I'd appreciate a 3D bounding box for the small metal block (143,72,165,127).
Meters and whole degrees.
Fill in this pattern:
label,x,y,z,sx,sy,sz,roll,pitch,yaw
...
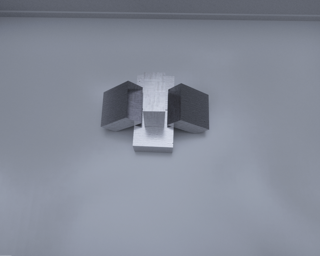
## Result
label,x,y,z,sx,sy,sz,roll,pitch,yaw
small metal block,-0.007,-0.034,0.379,0.025,0.050,0.050,1,70,0

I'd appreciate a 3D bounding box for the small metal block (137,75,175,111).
label,x,y,z,sx,sy,sz,roll,pitch,yaw
small metal block,-0.007,-0.044,0.423,0.050,0.025,0.050,3,70,0

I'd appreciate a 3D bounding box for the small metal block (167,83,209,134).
label,x,y,z,sx,sy,sz,roll,pitch,yaw
small metal block,0.037,-0.024,0.404,0.050,0.025,0.050,17,66,-36

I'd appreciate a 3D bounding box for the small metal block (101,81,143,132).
label,x,y,z,sx,sy,sz,roll,pitch,yaw
small metal block,-0.050,-0.027,0.403,0.050,0.025,0.050,-17,64,40

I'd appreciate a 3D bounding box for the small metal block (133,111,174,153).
label,x,y,z,sx,sy,sz,roll,pitch,yaw
small metal block,-0.008,0.004,0.406,0.050,0.025,0.050,2,70,1
